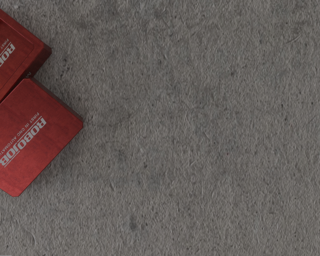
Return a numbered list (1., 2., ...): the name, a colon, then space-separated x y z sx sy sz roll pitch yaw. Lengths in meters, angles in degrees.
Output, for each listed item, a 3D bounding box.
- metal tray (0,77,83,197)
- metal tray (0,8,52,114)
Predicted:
1. metal tray: -0.173 0.011 0.393 0.090 0.030 0.130 43 90 -19
2. metal tray: -0.219 -0.082 0.405 0.090 0.030 0.130 39 90 0
